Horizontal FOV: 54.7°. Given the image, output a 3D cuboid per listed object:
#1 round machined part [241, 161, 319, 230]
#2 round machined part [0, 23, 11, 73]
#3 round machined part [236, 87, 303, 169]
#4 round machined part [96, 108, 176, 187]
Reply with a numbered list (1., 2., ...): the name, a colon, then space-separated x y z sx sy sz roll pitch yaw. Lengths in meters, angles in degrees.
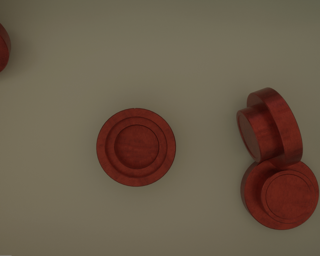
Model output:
1. round machined part: 0.159 0.085 0.404 0.099 0.042 0.097 0 90 0
2. round machined part: -0.238 -0.111 0.383 0.099 0.098 0.042 -12 51 0
3. round machined part: 0.126 0.004 0.376 0.042 0.098 0.098 -20 90 0
4. round machined part: -0.029 0.024 0.403 0.099 0.042 0.097 0 90 0
